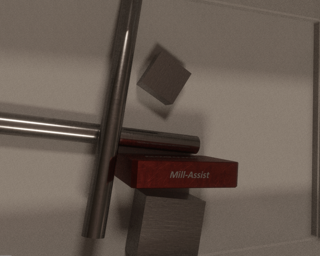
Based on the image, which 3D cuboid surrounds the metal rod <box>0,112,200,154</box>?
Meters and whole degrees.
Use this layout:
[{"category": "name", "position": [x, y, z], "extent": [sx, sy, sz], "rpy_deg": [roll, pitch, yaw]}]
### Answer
[{"category": "metal rod", "position": [-0.091, 0.006, 0.377], "extent": [0.302, 0.025, 0.025], "rpy_deg": [7, 88, -20]}]

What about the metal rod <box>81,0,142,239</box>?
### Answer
[{"category": "metal rod", "position": [-0.054, -0.026, 0.368], "extent": [0.025, 0.025, 0.299], "rpy_deg": [12, 78, -20]}]

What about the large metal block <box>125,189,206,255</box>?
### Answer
[{"category": "large metal block", "position": [0.006, 0.126, 0.401], "extent": [0.081, 0.050, 0.080], "rpy_deg": [10, 87, -20]}]

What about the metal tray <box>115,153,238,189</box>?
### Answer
[{"category": "metal tray", "position": [0.018, 0.051, 0.383], "extent": [0.131, 0.090, 0.030], "rpy_deg": [4, 89, -20]}]

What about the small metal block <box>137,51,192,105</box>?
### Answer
[{"category": "small metal block", "position": [0.005, -0.066, 0.413], "extent": [0.050, 0.025, 0.050], "rpy_deg": [35, 79, -17]}]
